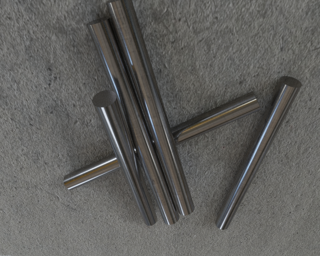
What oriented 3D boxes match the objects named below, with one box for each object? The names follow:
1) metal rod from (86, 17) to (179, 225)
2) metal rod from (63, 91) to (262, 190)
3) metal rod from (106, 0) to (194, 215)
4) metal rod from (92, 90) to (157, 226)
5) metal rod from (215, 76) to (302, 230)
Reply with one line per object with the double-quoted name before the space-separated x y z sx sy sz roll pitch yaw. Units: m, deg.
"metal rod" -0.023 0.013 0.390 0.025 0.025 0.298 -12 121 10
"metal rod" -0.010 0.025 0.427 0.300 0.025 0.025 -24 126 19
"metal rod" -0.001 -0.004 0.377 0.025 0.025 0.298 -12 121 10
"metal rod" -0.037 0.065 0.430 0.025 0.025 0.299 -6 140 5
"metal rod" 0.132 0.058 0.457 0.025 0.025 0.298 6 130 -5
